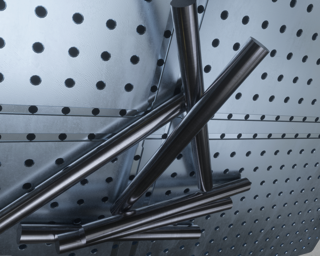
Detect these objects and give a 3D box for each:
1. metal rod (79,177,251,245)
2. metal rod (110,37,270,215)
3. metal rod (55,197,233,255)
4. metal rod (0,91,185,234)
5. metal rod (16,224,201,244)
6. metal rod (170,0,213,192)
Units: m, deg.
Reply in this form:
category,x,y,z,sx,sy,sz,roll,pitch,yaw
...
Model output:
category,x,y,z,sx,sy,sz,roll,pitch,yaw
metal rod,0.028,0.118,0.474,0.302,0.025,0.025,-8,122,-33
metal rod,0.019,0.019,0.382,0.025,0.025,0.299,16,126,-35
metal rod,-0.005,0.142,0.479,0.302,0.025,0.025,-3,120,-33
metal rod,-0.074,0.035,0.391,0.301,0.025,0.025,-34,129,-6
metal rod,-0.057,0.162,0.479,0.302,0.025,0.025,12,112,-34
metal rod,0.047,-0.014,0.396,0.025,0.025,0.299,-26,135,-13
